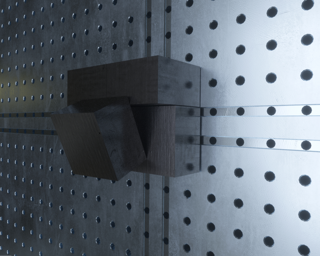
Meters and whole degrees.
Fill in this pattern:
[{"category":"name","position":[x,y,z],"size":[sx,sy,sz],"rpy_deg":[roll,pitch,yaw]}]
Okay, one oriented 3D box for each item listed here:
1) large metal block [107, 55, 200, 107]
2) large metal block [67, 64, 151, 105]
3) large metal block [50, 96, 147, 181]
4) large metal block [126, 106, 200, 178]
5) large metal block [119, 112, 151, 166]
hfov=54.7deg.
[{"category":"large metal block","position":[-0.007,-0.051,0.376],"size":[0.080,0.081,0.050],"rpy_deg":[1,91,39]},{"category":"large metal block","position":[-0.069,-0.053,0.427],"size":[0.080,0.081,0.050],"rpy_deg":[1,91,39]},{"category":"large metal block","position":[-0.072,0.011,0.363],"size":[0.080,0.050,0.080],"rpy_deg":[0,114,39]},{"category":"large metal block","position":[0.002,0.014,0.386],"size":[0.080,0.050,0.079],"rpy_deg":[1,91,39]},{"category":"large metal block","position":[-0.060,0.012,0.438],"size":[0.080,0.050,0.079],"rpy_deg":[1,91,39]}]
